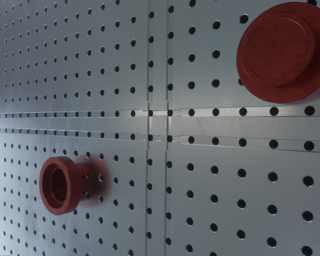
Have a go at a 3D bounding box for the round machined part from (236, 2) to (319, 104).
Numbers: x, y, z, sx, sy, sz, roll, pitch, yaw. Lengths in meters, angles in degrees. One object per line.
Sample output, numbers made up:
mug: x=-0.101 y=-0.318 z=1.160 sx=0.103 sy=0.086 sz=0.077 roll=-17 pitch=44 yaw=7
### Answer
round machined part: x=0.119 y=-0.073 z=0.301 sx=0.098 sy=0.042 sz=0.097 roll=0 pitch=90 yaw=40

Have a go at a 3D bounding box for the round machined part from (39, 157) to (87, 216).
round machined part: x=-0.164 y=0.097 z=0.536 sx=0.098 sy=0.042 sz=0.097 roll=0 pitch=90 yaw=40
